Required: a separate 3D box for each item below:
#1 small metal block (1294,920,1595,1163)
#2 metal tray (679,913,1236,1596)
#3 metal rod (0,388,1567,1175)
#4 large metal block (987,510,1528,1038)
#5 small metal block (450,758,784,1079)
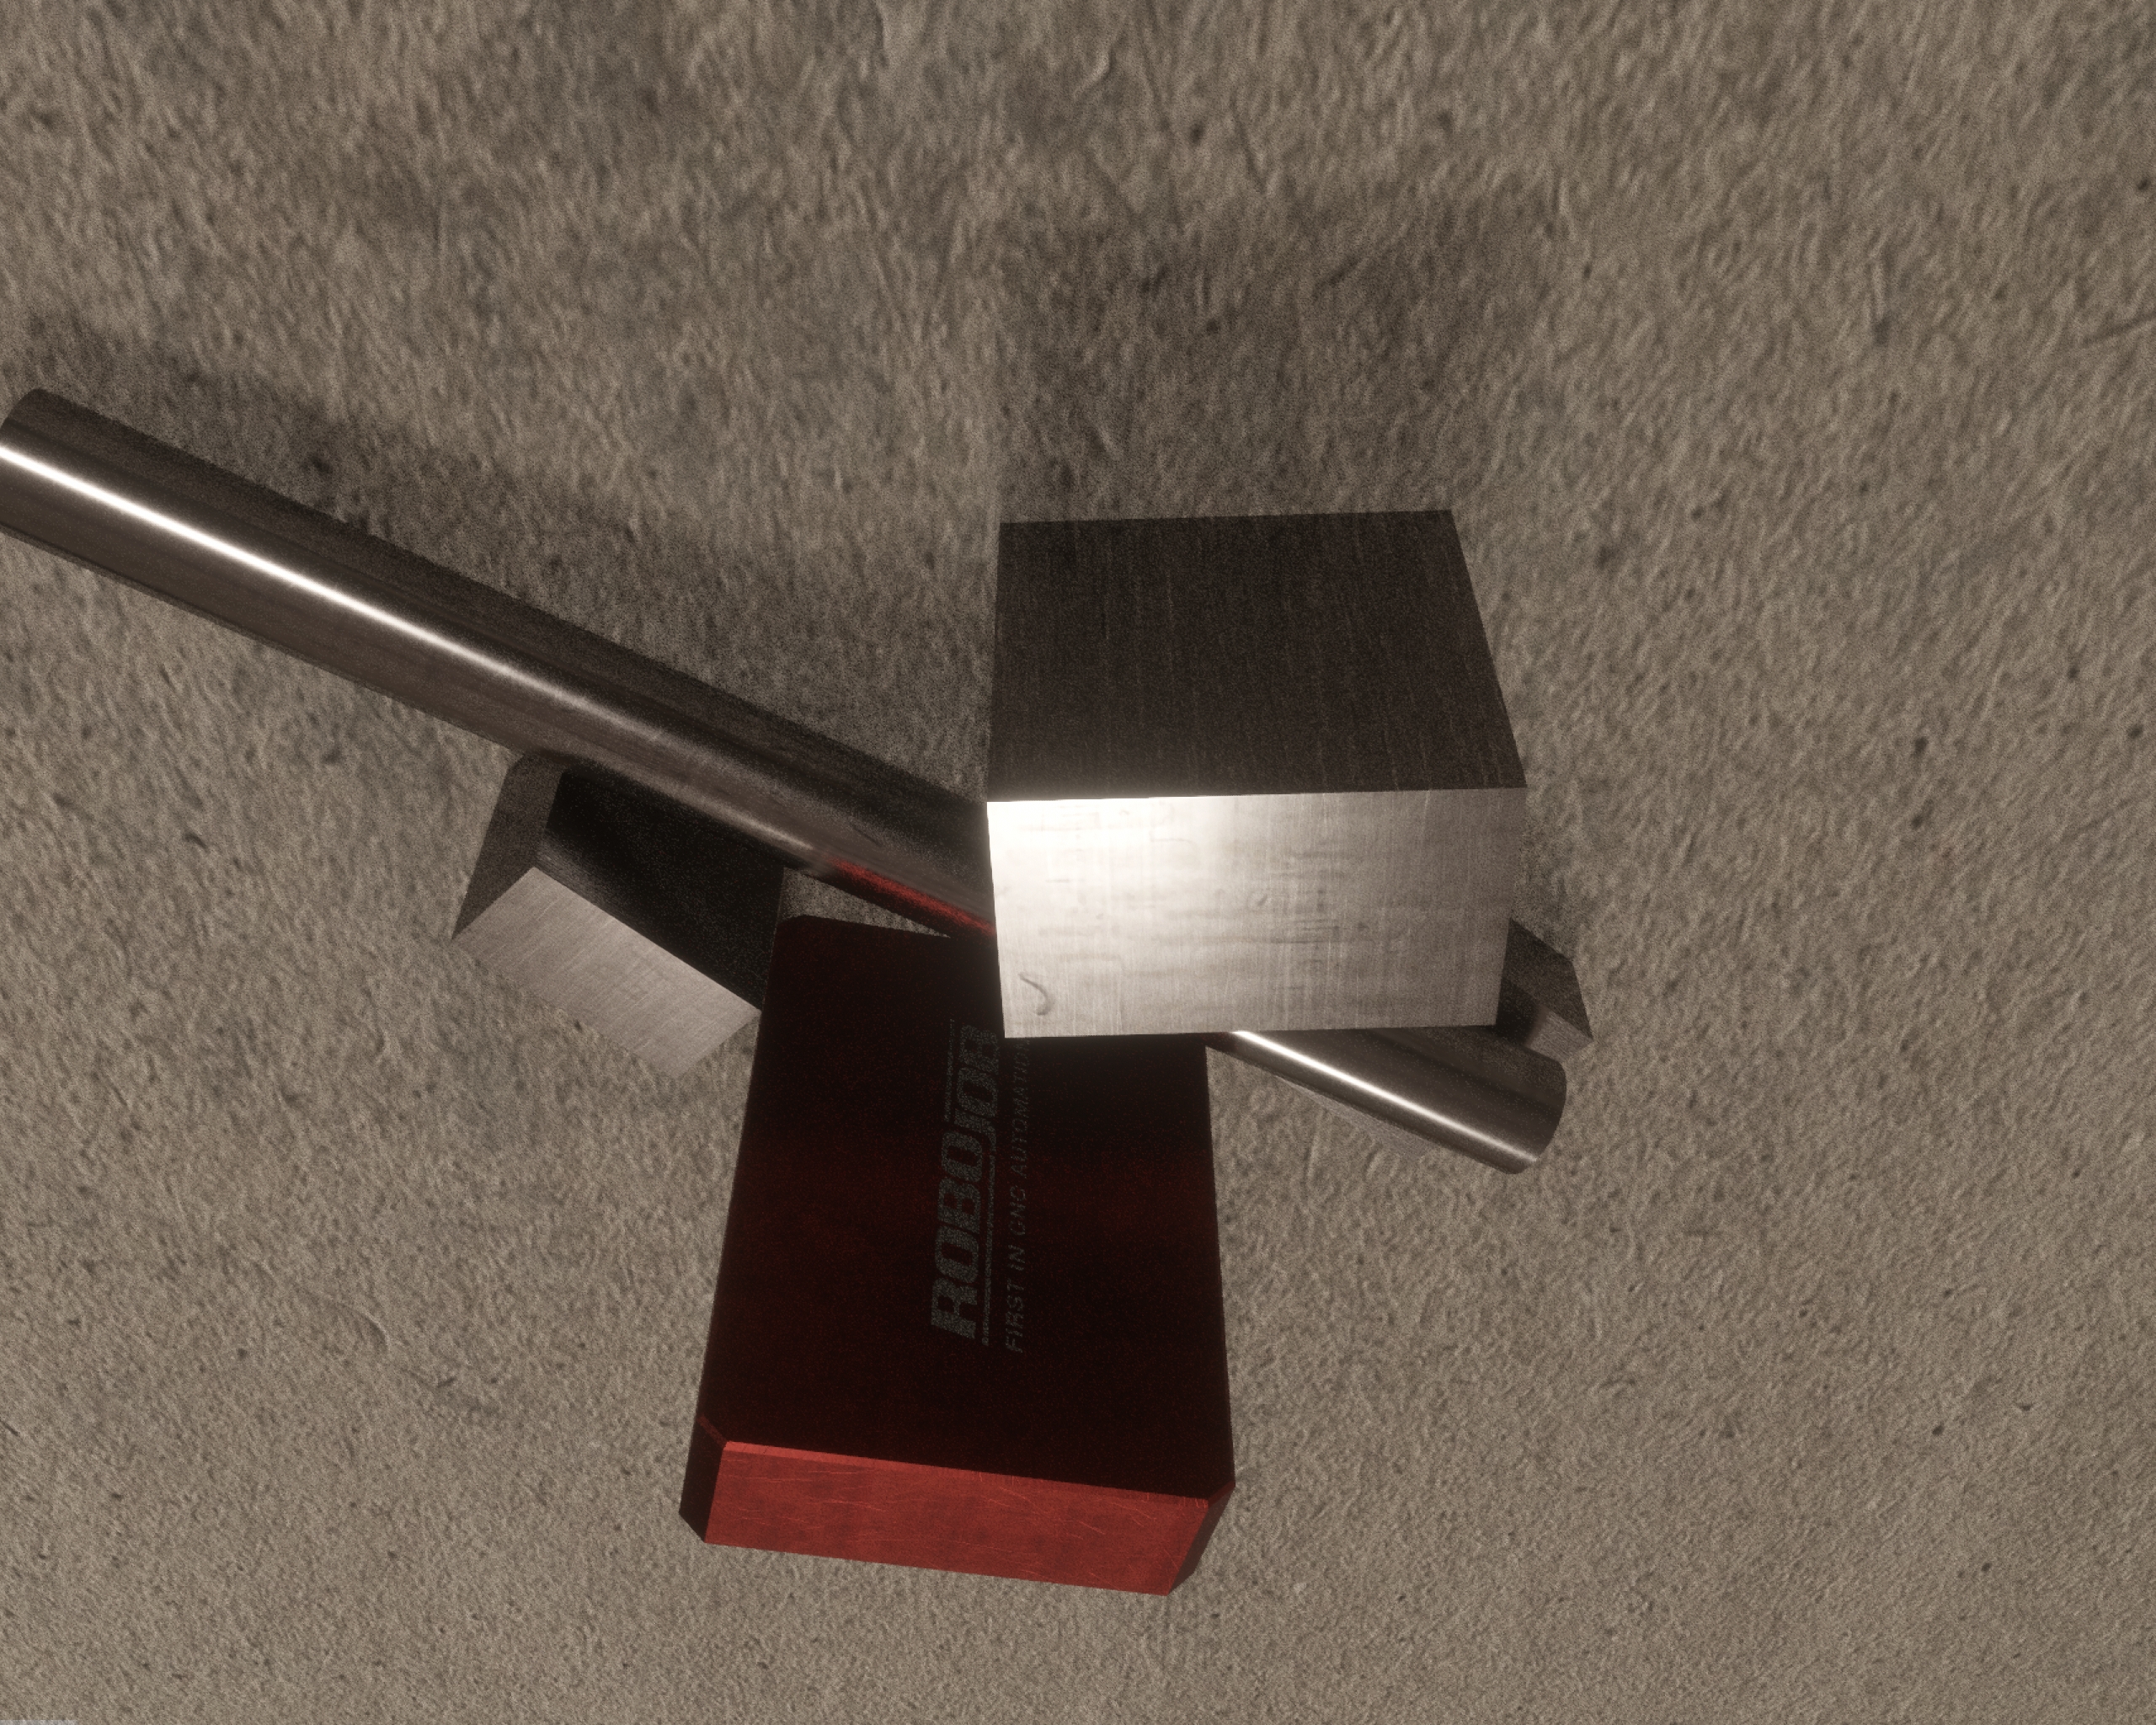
[{"bbox_3d":[0.070,0.030,0.436,0.050,0.025,0.050,34,122,-26],"label":"small metal block"},{"bbox_3d":[-0.021,0.069,0.399,0.091,0.130,0.030,10,129,-8],"label":"metal tray"},{"bbox_3d":[-0.044,-0.009,0.383,0.302,0.025,0.025,24,126,-13],"label":"metal rod"},{"bbox_3d":[0.027,-0.017,0.357,0.081,0.080,0.050,-2,130,1],"label":"large metal block"},{"bbox_3d":[-0.085,0.005,0.394,0.050,0.050,0.025,37,121,-27],"label":"small metal block"}]
